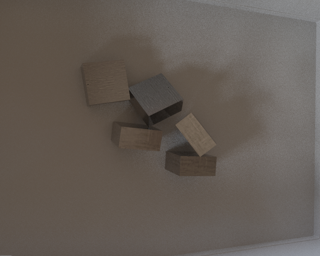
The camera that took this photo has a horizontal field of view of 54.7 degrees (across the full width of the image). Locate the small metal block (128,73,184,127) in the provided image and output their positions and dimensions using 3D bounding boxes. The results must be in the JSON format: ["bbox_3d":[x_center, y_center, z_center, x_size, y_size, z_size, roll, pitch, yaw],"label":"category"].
[{"bbox_3d":[-0.006,-0.036,0.395,0.050,0.025,0.050,-27,63,-19],"label":"small metal block"}]

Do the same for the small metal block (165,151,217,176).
[{"bbox_3d":[0.040,0.047,0.411,0.050,0.050,0.025,3,92,-20],"label":"small metal block"}]

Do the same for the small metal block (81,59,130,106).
[{"bbox_3d":[-0.068,-0.056,0.385,0.050,0.025,0.050,-10,94,-20],"label":"small metal block"}]

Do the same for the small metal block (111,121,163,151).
[{"bbox_3d":[-0.030,0.010,0.385,0.050,0.050,0.025,6,96,-20],"label":"small metal block"}]

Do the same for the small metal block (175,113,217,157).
[{"bbox_3d":[0.048,0.008,0.405,0.025,0.050,0.050,-38,84,8],"label":"small metal block"}]
